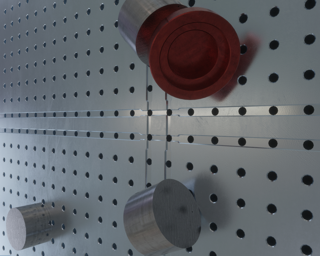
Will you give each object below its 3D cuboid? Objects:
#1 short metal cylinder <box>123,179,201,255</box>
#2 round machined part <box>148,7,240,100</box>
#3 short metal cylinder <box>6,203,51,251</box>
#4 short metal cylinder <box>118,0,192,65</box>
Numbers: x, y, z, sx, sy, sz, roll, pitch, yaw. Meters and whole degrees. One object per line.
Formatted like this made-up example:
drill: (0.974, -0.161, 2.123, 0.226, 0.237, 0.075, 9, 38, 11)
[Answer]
short metal cylinder: (0.004, 0.107, 0.371, 0.050, 0.081, 0.080, -32, 70, 35)
round machined part: (0.035, -0.084, 0.345, 0.097, 0.099, 0.042, -58, 22, 24)
short metal cylinder: (-0.257, 0.191, 0.606, 0.080, 0.050, 0.079, 0, 90, 40)
short metal cylinder: (-0.003, -0.121, 0.372, 0.080, 0.081, 0.050, -55, 50, 26)
